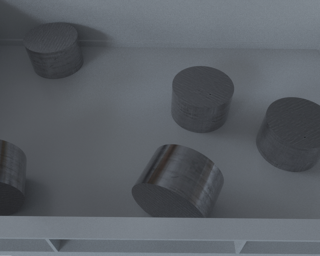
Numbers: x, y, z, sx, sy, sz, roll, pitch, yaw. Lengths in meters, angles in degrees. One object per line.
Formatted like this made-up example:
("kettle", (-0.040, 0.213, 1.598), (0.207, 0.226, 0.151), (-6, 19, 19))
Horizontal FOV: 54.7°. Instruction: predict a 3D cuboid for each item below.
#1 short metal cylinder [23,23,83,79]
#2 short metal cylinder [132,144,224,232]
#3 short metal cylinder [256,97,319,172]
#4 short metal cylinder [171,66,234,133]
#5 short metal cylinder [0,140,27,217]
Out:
("short metal cylinder", (-0.166, -0.123, 0.490), (0.081, 0.050, 0.080), (0, 50, 0))
("short metal cylinder", (0.019, 0.062, 0.317), (0.080, 0.080, 0.050), (21, 53, 16))
("short metal cylinder", (0.166, 0.007, 0.385), (0.081, 0.050, 0.080), (0, 50, 0))
("short metal cylinder", (0.056, -0.040, 0.423), (0.081, 0.050, 0.080), (0, 50, 0))
("short metal cylinder", (-0.183, 0.054, 0.321), (0.081, 0.080, 0.050), (-10, 51, -9))
